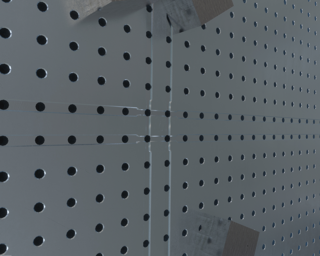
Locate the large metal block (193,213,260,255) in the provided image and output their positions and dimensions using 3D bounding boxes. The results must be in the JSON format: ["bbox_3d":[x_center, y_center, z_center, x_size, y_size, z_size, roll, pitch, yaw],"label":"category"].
[{"bbox_3d":[0.101,0.185,0.477,0.080,0.050,0.080,30,71,-36],"label":"large metal block"}]

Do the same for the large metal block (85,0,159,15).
[{"bbox_3d":[-0.046,-0.180,0.353,0.081,0.050,0.080,-24,106,-37],"label":"large metal block"}]

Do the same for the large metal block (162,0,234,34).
[{"bbox_3d":[0.048,-0.189,0.431,0.080,0.050,0.080,-40,114,-33],"label":"large metal block"}]
